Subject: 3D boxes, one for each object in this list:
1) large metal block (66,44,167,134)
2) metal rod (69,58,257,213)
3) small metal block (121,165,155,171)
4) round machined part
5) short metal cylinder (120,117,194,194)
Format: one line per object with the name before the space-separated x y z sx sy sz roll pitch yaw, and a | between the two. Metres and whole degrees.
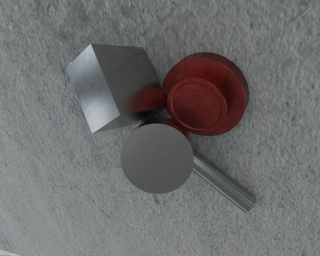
large metal block | -0.047 -0.046 0.354 0.050 0.081 0.080 -29 81 39
metal rod | 0.001 0.008 0.412 0.300 0.025 0.025 38 129 1
small metal block | -0.017 0.043 0.427 0.050 0.050 0.025 -23 105 35
round machined part | 0.047 -0.032 0.351 0.098 0.042 0.097 13 124 20
short metal cylinder | -0.001 0.030 0.362 0.080 0.050 0.079 1 101 5
